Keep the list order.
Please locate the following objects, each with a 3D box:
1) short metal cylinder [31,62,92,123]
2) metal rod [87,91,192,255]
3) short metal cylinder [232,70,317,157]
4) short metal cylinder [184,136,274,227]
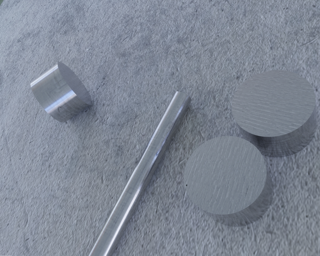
[{"bbox_3d":[-0.151,-0.055,0.482,0.050,0.080,0.080,-34,51,6],"label":"short metal cylinder"},{"bbox_3d":[-0.037,0.086,0.370,0.025,0.025,0.300,16,70,34],"label":"metal rod"},{"bbox_3d":[0.123,-0.015,0.333,0.080,0.050,0.080,-13,56,21],"label":"short metal cylinder"},{"bbox_3d":[0.071,0.055,0.317,0.080,0.050,0.080,-13,56,21],"label":"short metal cylinder"}]
